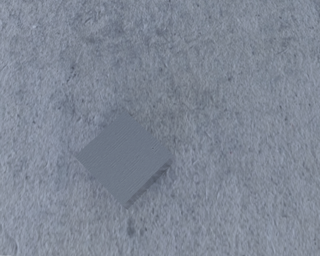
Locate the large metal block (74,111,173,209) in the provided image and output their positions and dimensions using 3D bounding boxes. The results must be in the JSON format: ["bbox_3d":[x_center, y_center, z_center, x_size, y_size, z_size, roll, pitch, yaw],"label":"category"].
[{"bbox_3d":[-0.041,0.040,0.380,0.080,0.050,0.080,42,75,14],"label":"large metal block"}]
